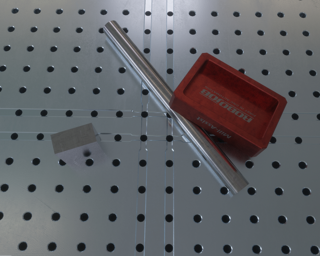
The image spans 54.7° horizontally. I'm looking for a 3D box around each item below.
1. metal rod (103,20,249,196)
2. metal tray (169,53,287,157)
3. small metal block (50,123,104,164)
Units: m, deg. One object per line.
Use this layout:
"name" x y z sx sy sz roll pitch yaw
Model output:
"metal rod" 0.013 -0.038 0.425 0.025 0.025 0.300 -34 74 -12
"metal tray" 0.090 -0.033 0.406 0.130 0.030 0.090 32 61 5
"small metal block" -0.102 0.020 0.390 0.050 0.050 0.025 -17 71 -6
